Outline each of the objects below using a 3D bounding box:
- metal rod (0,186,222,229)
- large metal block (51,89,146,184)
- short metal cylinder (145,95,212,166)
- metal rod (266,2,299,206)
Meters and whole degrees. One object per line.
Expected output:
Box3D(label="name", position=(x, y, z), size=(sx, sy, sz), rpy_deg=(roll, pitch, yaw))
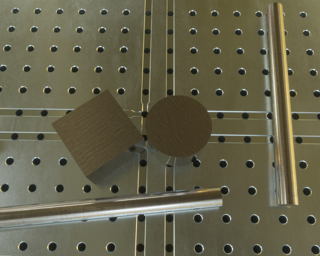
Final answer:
Box3D(label="metal rod", position=(-0.077, 0.097, 0.375), size=(0.302, 0.025, 0.025), rpy_deg=(-5, 70, -2))
Box3D(label="large metal block", position=(-0.075, 0.012, 0.393), size=(0.080, 0.050, 0.080), rpy_deg=(-34, 74, -12))
Box3D(label="short metal cylinder", position=(0.023, 0.005, 0.397), size=(0.081, 0.050, 0.080), rpy_deg=(0, 70, 0))
Box3D(label="metal rod", position=(0.166, -0.046, 0.429), size=(0.025, 0.025, 0.299), rpy_deg=(4, 70, 1))
